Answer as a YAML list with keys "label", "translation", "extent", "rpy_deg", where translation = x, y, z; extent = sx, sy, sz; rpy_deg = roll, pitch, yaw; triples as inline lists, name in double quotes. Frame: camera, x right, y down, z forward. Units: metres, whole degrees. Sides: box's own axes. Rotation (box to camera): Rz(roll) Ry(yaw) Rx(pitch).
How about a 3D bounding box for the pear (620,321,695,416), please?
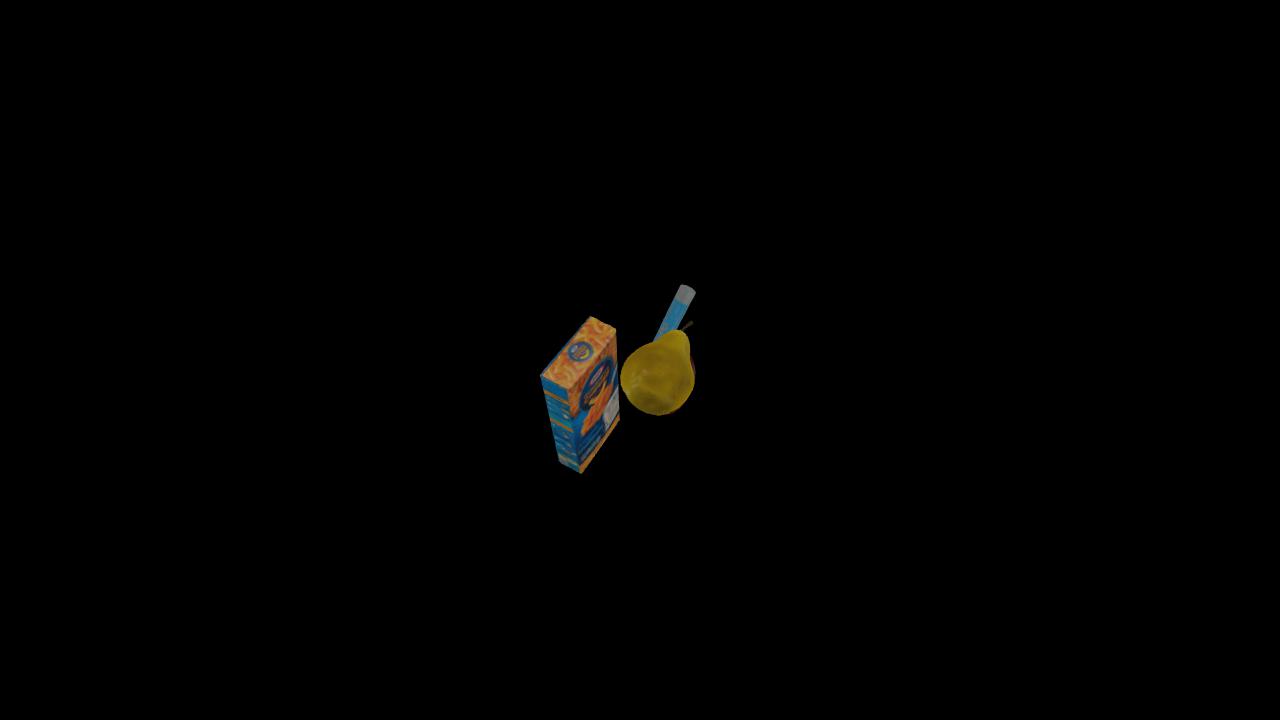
- label: "pear"
  translation: [0.025, 0.001, 0.649]
  extent: [0.080, 0.111, 0.080]
  rpy_deg: [13, -39, 10]

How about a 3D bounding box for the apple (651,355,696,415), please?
- label: "apple"
  translation: [0.030, 0.022, 0.757]
  extent: [0.079, 0.093, 0.079]
  rpy_deg: [5, -43, 5]

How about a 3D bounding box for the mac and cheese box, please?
- label: "mac and cheese box"
  translation: [-0.062, 0.046, 0.697]
  extent: [0.041, 0.093, 0.184]
  rpy_deg: [27, -32, 18]

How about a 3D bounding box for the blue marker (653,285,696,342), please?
- label: "blue marker"
  translation: [0.027, -0.026, 0.677]
  extent: [0.020, 0.121, 0.020]
  rpy_deg: [22, 24, -10]
